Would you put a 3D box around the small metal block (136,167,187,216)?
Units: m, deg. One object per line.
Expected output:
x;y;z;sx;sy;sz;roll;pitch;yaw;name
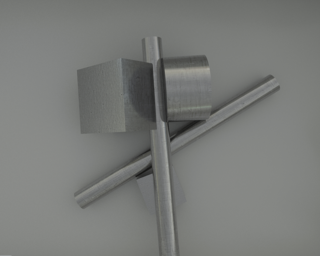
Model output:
0.002;0.081;0.410;0.050;0.025;0.050;-21;90;-1;small metal block

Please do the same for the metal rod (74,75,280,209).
0.023;0.018;0.410;0.301;0.025;0.025;-31;90;-1;metal rod

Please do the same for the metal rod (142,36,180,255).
0.002;0.038;0.384;0.025;0.025;0.298;-5;89;-1;metal rod

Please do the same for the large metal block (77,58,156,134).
-0.054;-0.035;0.377;0.080;0.050;0.079;-3;90;40;large metal block

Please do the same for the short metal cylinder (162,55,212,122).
0.031;-0.048;0.382;0.050;0.080;0.079;-4;90;-2;short metal cylinder
